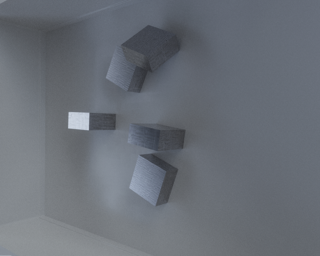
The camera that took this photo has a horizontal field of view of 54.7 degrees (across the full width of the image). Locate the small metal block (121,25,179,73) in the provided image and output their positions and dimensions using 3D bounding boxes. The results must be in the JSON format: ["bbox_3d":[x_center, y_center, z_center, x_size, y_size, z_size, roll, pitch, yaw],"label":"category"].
[{"bbox_3d":[-0.012,-0.103,0.397,0.050,0.050,0.025,31,154,35],"label":"small metal block"}]

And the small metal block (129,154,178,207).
[{"bbox_3d":[-0.009,0.068,0.412,0.050,0.025,0.050,26,106,36],"label":"small metal block"}]

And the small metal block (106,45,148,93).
[{"bbox_3d":[-0.045,-0.084,0.442,0.050,0.025,0.050,34,111,34],"label":"small metal block"}]

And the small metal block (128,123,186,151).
[{"bbox_3d":[-0.004,0.010,0.392,0.050,0.050,0.025,12,98,39],"label":"small metal block"}]

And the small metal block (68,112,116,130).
[{"bbox_3d":[-0.104,-0.011,0.473,0.050,0.050,0.025,4,93,39],"label":"small metal block"}]
